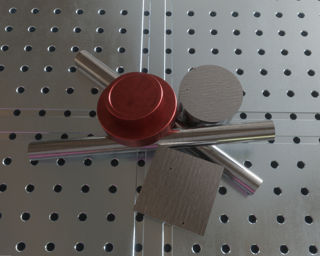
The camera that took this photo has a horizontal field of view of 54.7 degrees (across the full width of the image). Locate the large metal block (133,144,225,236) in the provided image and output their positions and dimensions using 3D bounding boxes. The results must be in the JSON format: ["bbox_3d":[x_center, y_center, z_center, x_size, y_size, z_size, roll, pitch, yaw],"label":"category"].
[{"bbox_3d":[0.022,0.075,0.369,0.080,0.050,0.080,19,71,6],"label":"large metal block"}]

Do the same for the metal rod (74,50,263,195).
[{"bbox_3d":[0.003,-0.014,0.417,0.300,0.025,0.025,37,74,12],"label":"metal rod"}]

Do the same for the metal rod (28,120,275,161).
[{"bbox_3d":[-0.014,0.016,0.386,0.302,0.025,0.025,-5,70,5],"label":"metal rod"}]

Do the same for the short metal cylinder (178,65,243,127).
[{"bbox_3d":[0.064,-0.036,0.411,0.081,0.050,0.080,0,70,0],"label":"short metal cylinder"}]

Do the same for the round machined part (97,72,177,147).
[{"bbox_3d":[-0.029,-0.029,0.377,0.099,0.042,0.098,-2,61,5],"label":"round machined part"}]
